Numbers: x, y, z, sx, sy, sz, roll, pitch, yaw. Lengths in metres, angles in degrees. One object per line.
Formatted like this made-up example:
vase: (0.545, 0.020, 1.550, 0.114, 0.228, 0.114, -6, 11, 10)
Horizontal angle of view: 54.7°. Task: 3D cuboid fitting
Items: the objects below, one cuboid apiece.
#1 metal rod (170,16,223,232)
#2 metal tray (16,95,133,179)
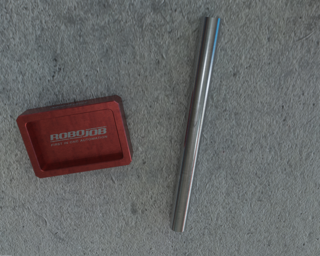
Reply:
metal rod: (0.044, 0.009, 0.413, 0.025, 0.025, 0.298, 6, 110, -3)
metal tray: (-0.108, 0.012, 0.409, 0.131, 0.030, 0.089, -9, 110, 3)
